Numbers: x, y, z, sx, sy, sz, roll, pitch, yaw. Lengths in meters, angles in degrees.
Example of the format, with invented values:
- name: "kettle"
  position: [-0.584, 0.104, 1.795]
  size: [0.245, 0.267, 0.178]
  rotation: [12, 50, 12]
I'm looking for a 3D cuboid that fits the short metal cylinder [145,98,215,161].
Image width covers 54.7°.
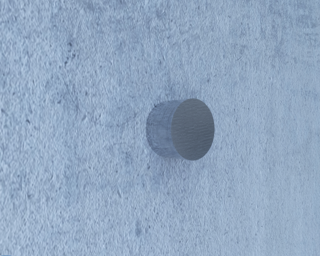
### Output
- name: "short metal cylinder"
  position: [0.028, 0.002, 0.415]
  size: [0.081, 0.050, 0.079]
  rotation: [0, 90, -40]
